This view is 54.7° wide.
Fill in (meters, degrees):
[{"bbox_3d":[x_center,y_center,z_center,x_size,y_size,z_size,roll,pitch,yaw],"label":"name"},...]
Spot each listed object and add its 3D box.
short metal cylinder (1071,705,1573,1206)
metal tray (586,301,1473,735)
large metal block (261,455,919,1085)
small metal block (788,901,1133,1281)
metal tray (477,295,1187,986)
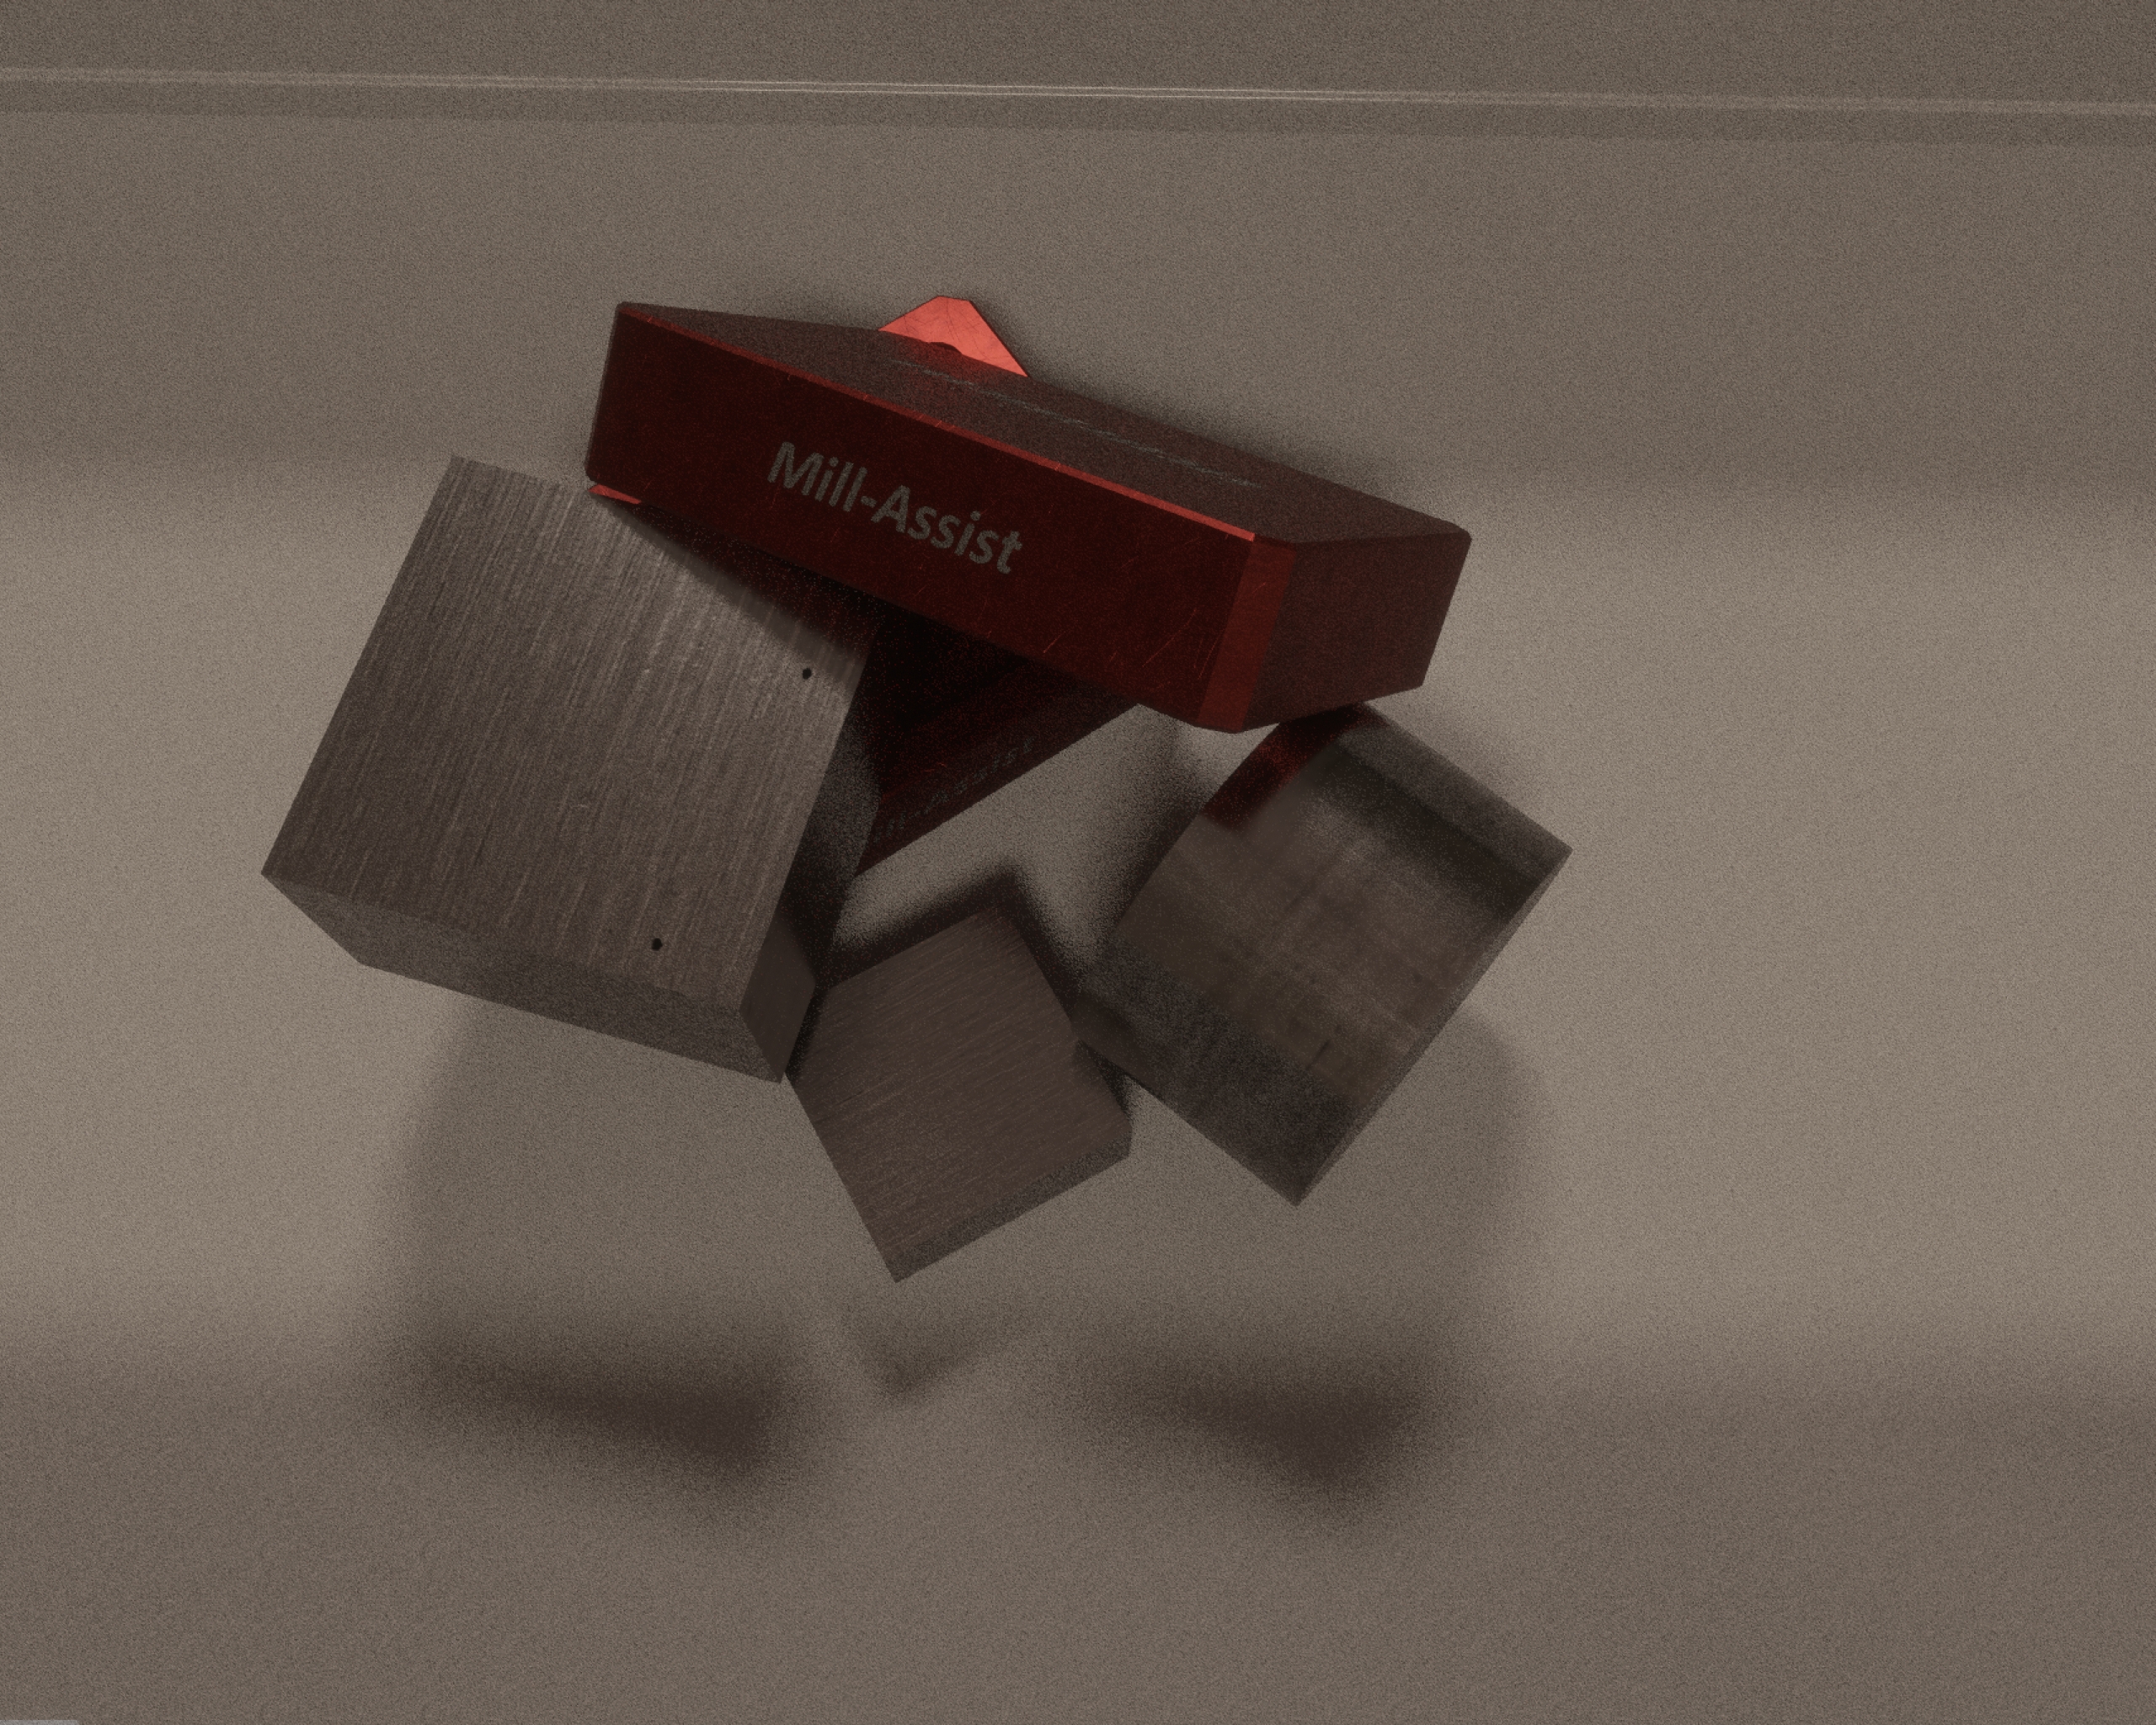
[{"bbox_3d":[0.044,0.015,0.375,0.050,0.080,0.080,38,74,12],"label":"short metal cylinder"},{"bbox_3d":[-0.008,-0.063,0.365,0.130,0.091,0.030,24,110,23],"label":"metal tray"},{"bbox_3d":[-0.080,-0.015,0.365,0.080,0.050,0.080,16,71,5],"label":"large metal block"},{"bbox_3d":[-0.024,0.043,0.392,0.050,0.025,0.050,-27,73,-10],"label":"small metal block"},{"bbox_3d":[-0.054,-0.047,0.421,0.131,0.030,0.090,-32,74,-12],"label":"metal tray"}]
